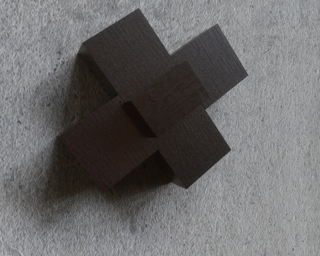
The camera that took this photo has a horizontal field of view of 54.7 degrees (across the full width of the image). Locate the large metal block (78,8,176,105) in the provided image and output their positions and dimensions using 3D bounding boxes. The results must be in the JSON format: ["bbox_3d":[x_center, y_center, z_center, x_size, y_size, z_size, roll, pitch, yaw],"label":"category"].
[{"bbox_3d":[-0.041,-0.085,0.382,0.080,0.050,0.080,-38,103,-16],"label":"large metal block"}]

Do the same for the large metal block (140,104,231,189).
[{"bbox_3d":[0.032,0.020,0.409,0.080,0.050,0.080,-38,103,-16],"label":"large metal block"}]

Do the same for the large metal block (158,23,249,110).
[{"bbox_3d":[0.057,-0.079,0.418,0.080,0.050,0.080,-38,103,-16],"label":"large metal block"}]

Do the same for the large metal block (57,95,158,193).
[{"bbox_3d":[-0.064,0.017,0.373,0.080,0.050,0.080,-38,103,-16],"label":"large metal block"}]

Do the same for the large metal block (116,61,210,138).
[{"bbox_3d":[0.000,-0.033,0.382,0.080,0.080,0.050,-38,103,-16],"label":"large metal block"}]
